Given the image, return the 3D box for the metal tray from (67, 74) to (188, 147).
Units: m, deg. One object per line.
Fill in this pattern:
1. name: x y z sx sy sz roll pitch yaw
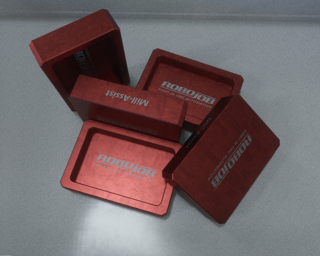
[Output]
1. metal tray: -0.036 -0.017 0.378 0.131 0.090 0.030 15 71 5

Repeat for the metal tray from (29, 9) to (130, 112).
1. metal tray: -0.088 -0.075 0.377 0.090 0.130 0.030 -29 73 -10

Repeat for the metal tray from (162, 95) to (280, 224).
1. metal tray: 0.076 0.036 0.372 0.090 0.030 0.130 45 74 -15

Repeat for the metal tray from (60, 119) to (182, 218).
1. metal tray: -0.044 0.049 0.385 0.131 0.030 0.090 15 71 5

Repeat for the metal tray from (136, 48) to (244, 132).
1. metal tray: 0.037 -0.047 0.423 0.131 0.030 0.090 20 71 6
